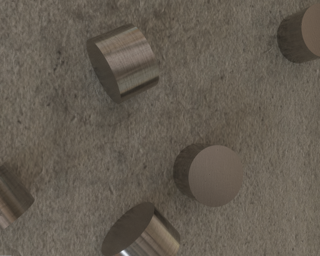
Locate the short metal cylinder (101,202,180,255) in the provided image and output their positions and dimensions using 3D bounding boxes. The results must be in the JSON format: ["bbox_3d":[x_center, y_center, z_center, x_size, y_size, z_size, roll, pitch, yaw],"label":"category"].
[{"bbox_3d":[-0.023,0.136,0.373,0.080,0.080,0.050,-43,104,-15],"label":"short metal cylinder"}]

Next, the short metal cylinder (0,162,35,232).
[{"bbox_3d":[-0.178,0.078,0.314,0.080,0.080,0.050,-35,102,-17],"label":"short metal cylinder"}]

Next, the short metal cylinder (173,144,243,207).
[{"bbox_3d":[0.064,0.062,0.421,0.081,0.050,0.079,0,90,-21],"label":"short metal cylinder"}]

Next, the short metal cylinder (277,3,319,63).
[{"bbox_3d":[0.233,-0.145,0.484,0.081,0.050,0.079,0,90,-21],"label":"short metal cylinder"}]

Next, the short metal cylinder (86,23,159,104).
[{"bbox_3d":[-0.044,-0.075,0.364,0.050,0.080,0.080,-29,100,-18],"label":"short metal cylinder"}]
